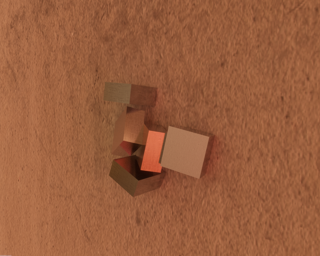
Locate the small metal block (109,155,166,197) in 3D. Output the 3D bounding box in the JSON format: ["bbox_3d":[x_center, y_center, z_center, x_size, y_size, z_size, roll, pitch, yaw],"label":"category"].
[{"bbox_3d":[-0.030,0.061,0.410,0.050,0.050,0.025,33,116,34],"label":"small metal block"}]

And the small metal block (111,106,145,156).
[{"bbox_3d":[-0.043,0.006,0.417,0.050,0.025,0.050,136,143,-54],"label":"small metal block"}]

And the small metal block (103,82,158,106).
[{"bbox_3d":[-0.040,-0.046,0.419,0.050,0.050,0.025,11,97,39],"label":"small metal block"}]

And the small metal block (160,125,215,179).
[{"bbox_3d":[0.033,0.027,0.368,0.050,0.025,0.050,16,100,23],"label":"small metal block"}]

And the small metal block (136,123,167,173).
[{"bbox_3d":[-0.011,0.023,0.396,0.050,0.025,0.050,-133,54,-73],"label":"small metal block"}]
